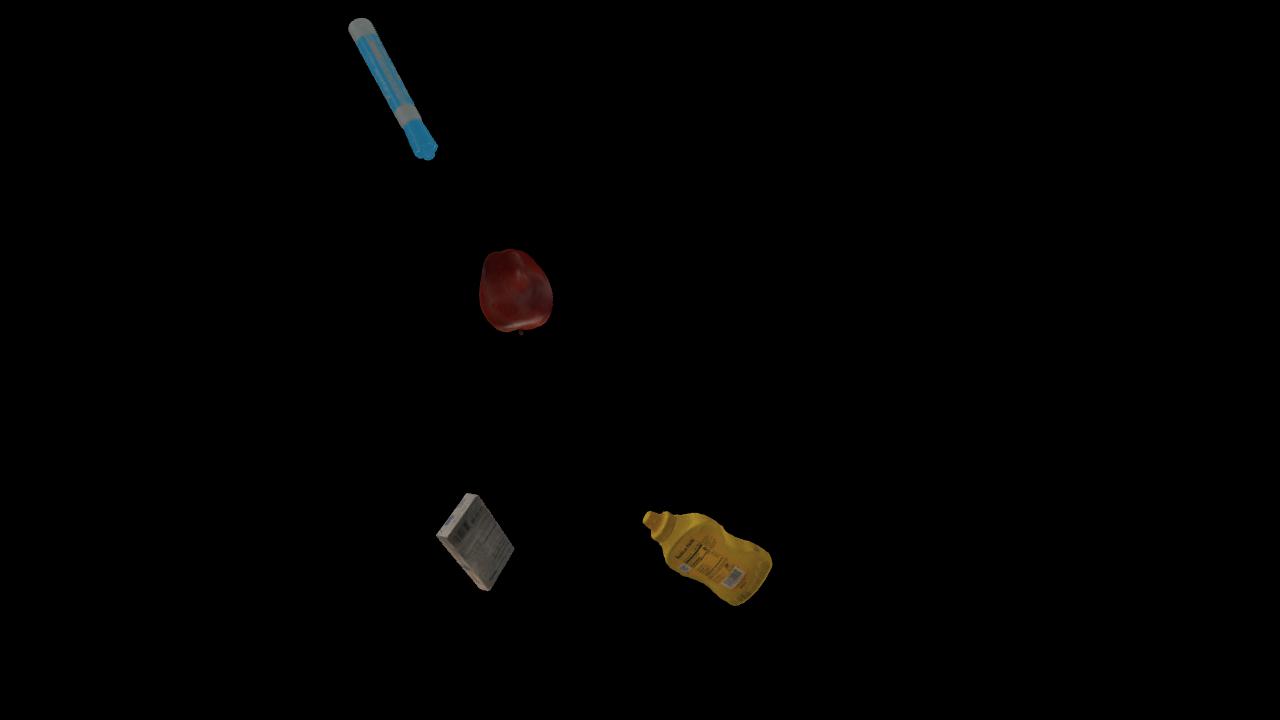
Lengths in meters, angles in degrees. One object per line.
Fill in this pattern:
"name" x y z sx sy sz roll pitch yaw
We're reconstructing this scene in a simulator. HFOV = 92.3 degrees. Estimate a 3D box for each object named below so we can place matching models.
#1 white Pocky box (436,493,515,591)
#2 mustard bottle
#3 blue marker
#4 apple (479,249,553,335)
"white Pocky box" -0.259 0.292 0.985 0.028 0.154 0.084 5 44 28
"mustard bottle" 0.082 0.257 0.837 0.184 0.092 0.054 33 21 -10
"blue marker" -0.188 -0.206 0.471 0.020 0.121 0.020 -29 -6 -3
"apple" -0.135 -0.072 0.665 0.079 0.093 0.079 -13 -3 -1
